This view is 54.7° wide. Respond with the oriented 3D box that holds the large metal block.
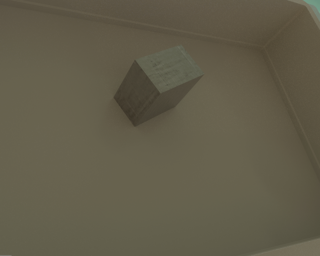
[{"bbox_3d":[-0.003,-0.055,0.404,0.081,0.080,0.050,-29,78,-38],"label":"large metal block"}]
